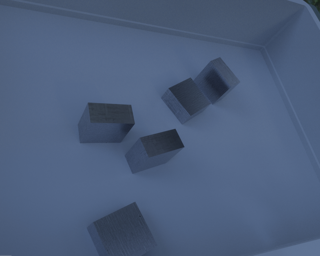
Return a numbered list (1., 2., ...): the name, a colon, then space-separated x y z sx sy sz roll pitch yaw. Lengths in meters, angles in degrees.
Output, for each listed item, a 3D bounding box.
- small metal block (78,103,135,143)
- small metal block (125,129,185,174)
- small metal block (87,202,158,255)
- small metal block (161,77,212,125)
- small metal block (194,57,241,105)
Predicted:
1. small metal block: -0.063 -0.005 0.359 0.050 0.050 0.025 1 62 -28
2. small metal block: -0.007 0.028 0.370 0.050 0.050 0.025 -14 69 -34
3. small metal block: -0.039 0.112 0.318 0.050 0.025 0.050 -19 72 -36
4. small metal block: 0.039 -0.040 0.453 0.050 0.025 0.050 -31 79 -38
5. small metal block: 0.088 -0.073 0.484 0.025 0.050 0.050 -29 78 -38
